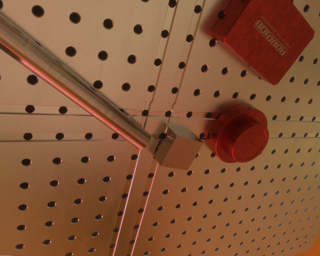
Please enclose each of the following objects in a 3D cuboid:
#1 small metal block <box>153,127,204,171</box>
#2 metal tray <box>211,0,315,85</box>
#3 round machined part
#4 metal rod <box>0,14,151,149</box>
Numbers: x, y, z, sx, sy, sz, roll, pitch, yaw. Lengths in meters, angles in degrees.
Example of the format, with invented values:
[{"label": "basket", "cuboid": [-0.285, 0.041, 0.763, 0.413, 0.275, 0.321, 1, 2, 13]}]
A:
[{"label": "small metal block", "cuboid": [0.027, 0.031, 0.447, 0.050, 0.025, 0.050, 15, 110, -35]}, {"label": "metal tray", "cuboid": [0.139, -0.124, 0.409, 0.131, 0.030, 0.090, 26, 104, -38]}, {"label": "round machined part", "cuboid": [0.129, 0.015, 0.483, 0.099, 0.042, 0.097, -14, 124, -21]}, {"label": "metal rod", "cuboid": [-0.110, -0.058, 0.315, 0.025, 0.025, 0.301, -46, 130, 4]}]
